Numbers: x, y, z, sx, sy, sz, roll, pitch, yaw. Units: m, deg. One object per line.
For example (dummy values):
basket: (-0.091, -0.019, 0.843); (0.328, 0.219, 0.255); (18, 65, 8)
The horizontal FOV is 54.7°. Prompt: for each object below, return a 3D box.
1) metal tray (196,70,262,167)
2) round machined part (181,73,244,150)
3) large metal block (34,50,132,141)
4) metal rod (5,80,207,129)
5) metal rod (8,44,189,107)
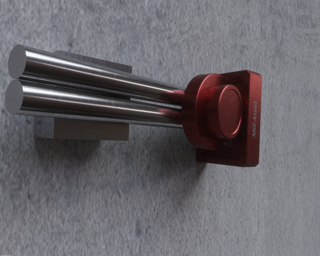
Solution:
metal tray: (0.097, -0.012, 0.447); (0.030, 0.090, 0.129); (5, 87, -40)
round machined part: (0.073, -0.021, 0.395); (0.099, 0.042, 0.097); (-4, 96, -51)
large metal block: (-0.078, -0.028, 0.321); (0.081, 0.050, 0.080); (4, 87, -40)
metal rod: (-0.012, -0.015, 0.339); (0.302, 0.025, 0.025); (5, 87, -53)
metal rod: (-0.011, -0.041, 0.340); (0.302, 0.025, 0.025); (4, 88, -53)
